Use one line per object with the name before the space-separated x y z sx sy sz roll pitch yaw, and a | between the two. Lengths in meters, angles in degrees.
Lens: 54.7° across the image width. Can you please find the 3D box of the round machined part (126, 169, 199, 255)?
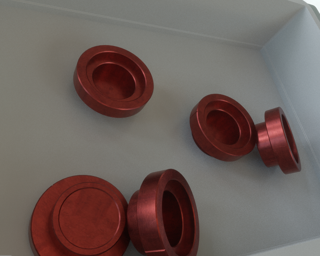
round machined part | 0.002 0.094 0.320 0.098 0.042 0.098 43 39 -49

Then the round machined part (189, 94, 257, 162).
round machined part | 0.084 0.003 0.440 0.099 0.042 0.098 14 56 -21

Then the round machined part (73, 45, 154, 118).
round machined part | -0.061 -0.055 0.396 0.099 0.042 0.098 14 56 -21

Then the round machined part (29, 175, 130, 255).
round machined part | -0.073 0.091 0.301 0.099 0.042 0.098 14 56 -21

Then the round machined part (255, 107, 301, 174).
round machined part | 0.171 0.021 0.458 0.098 0.042 0.098 40 41 -45
